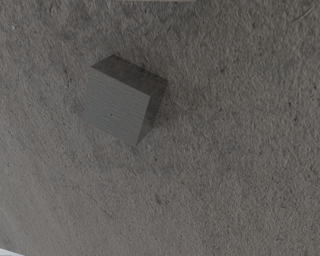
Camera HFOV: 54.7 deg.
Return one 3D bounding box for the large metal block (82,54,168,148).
[{"bbox_3d":[-0.046,-0.035,0.393,0.080,0.050,0.079,27,128,11],"label":"large metal block"}]
